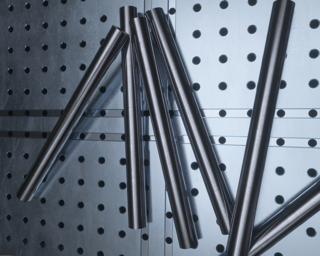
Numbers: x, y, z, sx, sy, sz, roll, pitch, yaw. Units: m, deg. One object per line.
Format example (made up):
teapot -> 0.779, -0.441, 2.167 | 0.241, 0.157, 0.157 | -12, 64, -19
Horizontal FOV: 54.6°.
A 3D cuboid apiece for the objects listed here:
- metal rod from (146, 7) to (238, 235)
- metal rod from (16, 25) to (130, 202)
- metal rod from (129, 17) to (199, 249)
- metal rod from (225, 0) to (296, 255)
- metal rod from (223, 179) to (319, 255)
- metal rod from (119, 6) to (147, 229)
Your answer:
metal rod -> 0.040, -0.014, 0.398 | 0.025, 0.025, 0.299 | -21, 83, 19
metal rod -> -0.132, -0.010, 0.446 | 0.025, 0.025, 0.299 | 40, 108, 15
metal rod -> 0.005, 0.005, 0.403 | 0.025, 0.025, 0.299 | -13, 89, 19
metal rod -> 0.116, 0.002, 0.359 | 0.025, 0.025, 0.299 | 11, 89, 20
metal rod -> 0.131, 0.123, 0.366 | 0.299, 0.025, 0.025 | -45, 76, 14
metal rod -> -0.037, -0.015, 0.426 | 0.025, 0.025, 0.298 | -3, 89, 20
